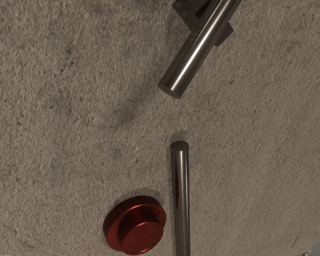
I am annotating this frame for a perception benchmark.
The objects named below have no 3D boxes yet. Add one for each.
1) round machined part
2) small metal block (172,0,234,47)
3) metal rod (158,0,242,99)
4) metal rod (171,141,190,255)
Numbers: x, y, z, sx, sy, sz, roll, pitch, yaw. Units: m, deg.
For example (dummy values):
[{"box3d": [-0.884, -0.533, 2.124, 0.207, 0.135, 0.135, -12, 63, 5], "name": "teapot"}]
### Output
[{"box3d": [-0.034, 0.155, 0.475, 0.099, 0.042, 0.097, -14, 125, -21], "name": "round machined part"}, {"box3d": [0.047, -0.122, 0.342, 0.025, 0.050, 0.050, -46, 130, 4], "name": "small metal block"}, {"box3d": [0.088, -0.160, 0.307, 0.025, 0.025, 0.299, 38, 81, -39], "name": "metal rod"}, {"box3d": [0.038, 0.149, 0.521, 0.025, 0.025, 0.298, -17, 126, -19], "name": "metal rod"}]
